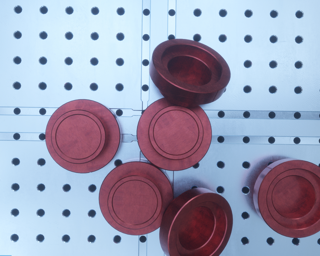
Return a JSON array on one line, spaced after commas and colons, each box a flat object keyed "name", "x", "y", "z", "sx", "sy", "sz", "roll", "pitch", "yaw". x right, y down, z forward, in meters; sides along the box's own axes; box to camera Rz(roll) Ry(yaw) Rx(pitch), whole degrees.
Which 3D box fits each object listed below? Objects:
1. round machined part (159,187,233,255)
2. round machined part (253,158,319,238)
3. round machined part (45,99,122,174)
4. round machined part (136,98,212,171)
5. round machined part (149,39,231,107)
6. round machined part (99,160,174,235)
[{"name": "round machined part", "x": 0.041, "y": 0.122, "z": 0.391, "sx": 0.099, "sy": 0.042, "sz": 0.097, "roll": -6, "pitch": 101, "yaw": -30}, {"name": "round machined part", "x": 0.171, "y": 0.088, "z": 0.406, "sx": 0.099, "sy": 0.042, "sz": 0.097, "roll": 0, "pitch": 90, "yaw": 0}, {"name": "round machined part", "x": -0.101, "y": 0.011, "z": 0.404, "sx": 0.099, "sy": 0.042, "sz": 0.097, "roll": 0, "pitch": 90, "yaw": 0}, {"name": "round machined part", "x": 0.019, "y": 0.007, "z": 0.401, "sx": 0.099, "sy": 0.042, "sz": 0.098, "roll": 0, "pitch": 86, "yaw": -3}, {"name": "round machined part", "x": 0.034, "y": -0.065, "z": 0.389, "sx": 0.099, "sy": 0.042, "sz": 0.098, "roll": 8, "pitch": 50, "yaw": -10}, {"name": "round machined part", "x": -0.031, "y": 0.092, "z": 0.405, "sx": 0.099, "sy": 0.042, "sz": 0.097, "roll": 0, "pitch": 90, "yaw": 0}]
